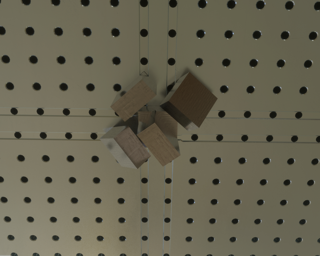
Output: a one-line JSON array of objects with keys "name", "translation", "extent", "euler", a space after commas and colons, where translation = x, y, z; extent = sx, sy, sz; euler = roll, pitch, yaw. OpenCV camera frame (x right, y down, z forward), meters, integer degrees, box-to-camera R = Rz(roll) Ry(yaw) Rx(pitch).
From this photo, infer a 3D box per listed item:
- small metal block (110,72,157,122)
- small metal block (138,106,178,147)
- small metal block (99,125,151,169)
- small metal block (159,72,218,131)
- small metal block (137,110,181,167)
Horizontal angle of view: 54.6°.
[{"name": "small metal block", "translation": [-0.031, -0.040, 0.385], "extent": [0.050, 0.050, 0.025], "euler": [-39, 106, 13]}, {"name": "small metal block", "translation": [-0.003, -0.002, 0.412], "extent": [0.050, 0.025, 0.050], "euler": [0, 110, -2]}, {"name": "small metal block", "translation": [-0.046, 0.025, 0.406], "extent": [0.025, 0.050, 0.050], "euler": [-43, 109, -25]}, {"name": "small metal block", "translation": [0.036, -0.032, 0.387], "extent": [0.050, 0.025, 0.050], "euler": [41, 65, -13]}, {"name": "small metal block", "translation": [-0.001, 0.011, 0.377], "extent": [0.025, 0.050, 0.050], "euler": [-35, 107, 11]}]
